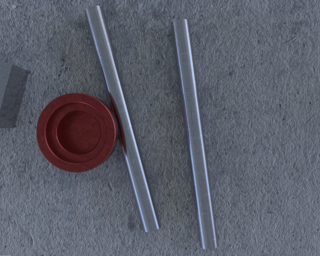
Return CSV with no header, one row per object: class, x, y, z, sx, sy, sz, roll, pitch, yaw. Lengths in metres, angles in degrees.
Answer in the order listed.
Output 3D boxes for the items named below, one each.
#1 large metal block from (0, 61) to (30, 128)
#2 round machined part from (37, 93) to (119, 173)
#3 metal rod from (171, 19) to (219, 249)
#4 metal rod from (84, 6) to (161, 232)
large metal block,-0.226,-0.048,0.394,0.080,0.050,0.080,15,90,-1
round machined part,-0.101,0.006,0.398,0.099,0.042,0.097,0,91,3
metal rod,0.046,0.008,0.410,0.025,0.025,0.298,-8,90,0
metal rod,-0.049,-0.012,0.409,0.025,0.025,0.298,-15,90,0
